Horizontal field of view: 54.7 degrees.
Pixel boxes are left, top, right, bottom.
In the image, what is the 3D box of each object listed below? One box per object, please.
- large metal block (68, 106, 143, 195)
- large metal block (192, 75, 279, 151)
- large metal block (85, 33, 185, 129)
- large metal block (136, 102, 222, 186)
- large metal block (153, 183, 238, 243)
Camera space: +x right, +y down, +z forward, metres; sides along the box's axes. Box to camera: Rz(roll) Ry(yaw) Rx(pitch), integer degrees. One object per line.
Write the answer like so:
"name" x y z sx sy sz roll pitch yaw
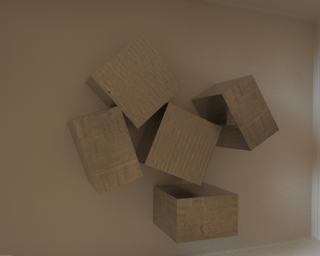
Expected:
"large metal block" -0.066 0.022 0.356 0.050 0.080 0.080 -20 97 -19
"large metal block" 0.099 -0.019 0.417 0.050 0.080 0.080 -33 101 -17
"large metal block" -0.032 -0.055 0.384 0.080 0.050 0.080 -44 104 -15
"large metal block" 0.022 0.021 0.405 0.080 0.050 0.080 24 82 -19
"large metal block" 0.043 0.104 0.398 0.081 0.080 0.050 1 90 -20
